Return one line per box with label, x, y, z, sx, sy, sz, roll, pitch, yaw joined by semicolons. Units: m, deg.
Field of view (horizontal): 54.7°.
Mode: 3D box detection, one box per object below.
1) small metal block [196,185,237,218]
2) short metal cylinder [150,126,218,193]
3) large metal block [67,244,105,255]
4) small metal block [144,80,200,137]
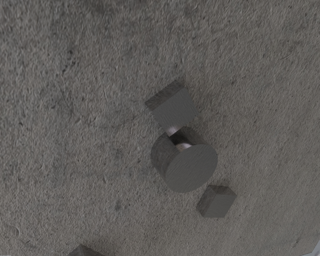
small metal block;0.099;0.129;0.541;0.050;0.025;0.050;12;112;-34
short metal cylinder;0.034;0.044;0.436;0.081;0.050;0.079;-14;124;-21
large metal block;-0.118;0.235;0.472;0.080;0.050;0.080;-41;130;0
small metal block;0.016;-0.025;0.400;0.050;0.025;0.050;-37;129;-4
